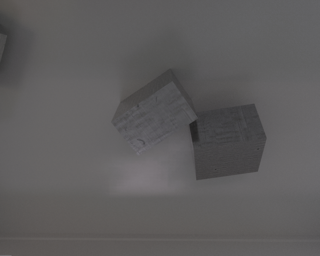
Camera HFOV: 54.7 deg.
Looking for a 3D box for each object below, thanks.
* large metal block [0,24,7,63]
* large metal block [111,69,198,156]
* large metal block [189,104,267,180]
[{"bbox_3d":[-0.228,-0.085,0.345,0.081,0.050,0.079,9,114,-40],"label":"large metal block"},{"bbox_3d":[-0.006,-0.022,0.374,0.080,0.080,0.050,-33,107,11],"label":"large metal block"},{"bbox_3d":[0.080,0.020,0.387,0.080,0.050,0.080,-9,144,3],"label":"large metal block"}]
